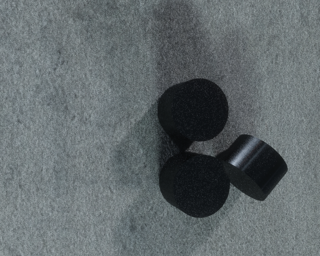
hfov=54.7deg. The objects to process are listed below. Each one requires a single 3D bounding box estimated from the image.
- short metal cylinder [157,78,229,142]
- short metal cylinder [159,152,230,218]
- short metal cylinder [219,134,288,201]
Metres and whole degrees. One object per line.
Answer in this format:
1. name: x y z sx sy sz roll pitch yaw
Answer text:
1. short metal cylinder: 0.043 -0.023 0.413 0.081 0.050 0.079 0 90 -21
2. short metal cylinder: 0.045 0.073 0.414 0.081 0.050 0.079 0 90 -21
3. short metal cylinder: 0.126 0.054 0.428 0.050 0.080 0.080 -46 105 -14
